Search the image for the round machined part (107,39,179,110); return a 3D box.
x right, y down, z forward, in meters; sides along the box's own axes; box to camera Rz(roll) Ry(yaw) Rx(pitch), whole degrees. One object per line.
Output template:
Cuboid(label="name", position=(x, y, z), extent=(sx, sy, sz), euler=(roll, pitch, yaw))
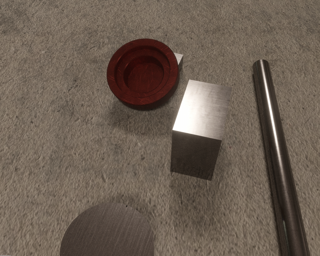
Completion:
Cuboid(label="round machined part", position=(-0.021, -0.072, 0.436), extent=(0.099, 0.042, 0.098), euler=(-2, 76, 8))

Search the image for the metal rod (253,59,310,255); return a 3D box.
Cuboid(label="metal rod", position=(0.145, 0.016, 0.391), extent=(0.025, 0.025, 0.300), euler=(4, 50, 3))

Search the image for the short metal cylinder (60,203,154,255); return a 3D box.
Cuboid(label="short metal cylinder", position=(-0.046, 0.117, 0.288), extent=(0.081, 0.050, 0.080), euler=(0, 50, 0))

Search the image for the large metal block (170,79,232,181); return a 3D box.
Cuboid(label="large metal block", position=(0.048, 0.003, 0.366), extent=(0.050, 0.080, 0.080), euler=(12, 51, 10))

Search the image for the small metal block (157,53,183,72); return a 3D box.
Cuboid(label="small metal block", position=(0.004, -0.095, 0.483), extent=(0.050, 0.025, 0.050), euler=(15, 52, 12))
